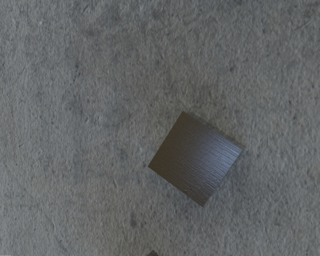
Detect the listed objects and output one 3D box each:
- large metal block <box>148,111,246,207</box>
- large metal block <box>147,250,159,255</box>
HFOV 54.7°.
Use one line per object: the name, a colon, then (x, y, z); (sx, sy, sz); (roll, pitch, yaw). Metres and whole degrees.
large metal block: (0.046, 0.035, 0.379); (0.080, 0.050, 0.080); (35, 101, 16)
large metal block: (-0.013, 0.223, 0.399); (0.080, 0.050, 0.080); (41, 103, 15)
